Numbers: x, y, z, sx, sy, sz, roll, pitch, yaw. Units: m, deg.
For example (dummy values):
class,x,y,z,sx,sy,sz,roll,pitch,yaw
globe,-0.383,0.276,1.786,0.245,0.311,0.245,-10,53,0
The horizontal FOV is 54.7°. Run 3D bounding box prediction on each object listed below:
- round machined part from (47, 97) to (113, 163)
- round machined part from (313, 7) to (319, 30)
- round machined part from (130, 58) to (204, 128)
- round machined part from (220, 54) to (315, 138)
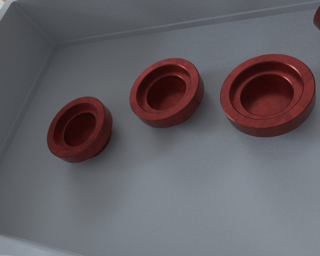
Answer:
class,x,y,z,sx,sy,sz,roll,pitch,yaw
round machined part,-0.110,0.006,0.449,0.098,0.042,0.098,-13,56,21
round machined part,0.220,-0.132,0.328,0.098,0.098,0.042,-33,71,7
round machined part,0.012,-0.042,0.414,0.098,0.042,0.098,-13,56,21
round machined part,0.122,-0.032,0.351,0.098,0.042,0.098,-13,56,21
